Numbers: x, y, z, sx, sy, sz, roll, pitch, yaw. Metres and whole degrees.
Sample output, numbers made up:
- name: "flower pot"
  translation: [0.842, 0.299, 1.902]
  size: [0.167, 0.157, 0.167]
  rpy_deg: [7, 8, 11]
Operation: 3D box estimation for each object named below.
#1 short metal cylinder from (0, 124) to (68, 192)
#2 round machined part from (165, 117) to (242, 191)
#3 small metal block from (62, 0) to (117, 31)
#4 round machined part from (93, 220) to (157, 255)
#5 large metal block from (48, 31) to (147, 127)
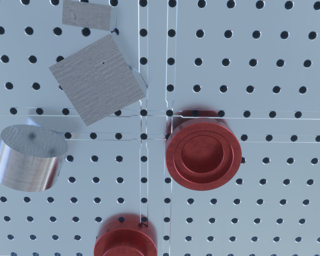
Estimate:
- name: "short metal cylinder"
  translation: [-0.165, 0.037, 0.396]
  size: [0.080, 0.080, 0.050]
  rpy_deg: [21, 109, -8]
- name: "round machined part"
  translation: [0.056, 0.032, 0.416]
  size: [0.099, 0.042, 0.097]
  rpy_deg: [0, 110, 0]
- name: "small metal block"
  translation: [-0.078, -0.126, 0.352]
  size: [0.050, 0.050, 0.025]
  rpy_deg: [7, 105, -3]
- name: "round machined part"
  translation: [-0.053, 0.195, 0.476]
  size: [0.099, 0.042, 0.097]
  rpy_deg: [0, 110, 0]
- name: "large metal block"
  translation: [-0.071, -0.061, 0.377]
  size: [0.080, 0.050, 0.080]
  rpy_deg: [-26, 108, 9]
